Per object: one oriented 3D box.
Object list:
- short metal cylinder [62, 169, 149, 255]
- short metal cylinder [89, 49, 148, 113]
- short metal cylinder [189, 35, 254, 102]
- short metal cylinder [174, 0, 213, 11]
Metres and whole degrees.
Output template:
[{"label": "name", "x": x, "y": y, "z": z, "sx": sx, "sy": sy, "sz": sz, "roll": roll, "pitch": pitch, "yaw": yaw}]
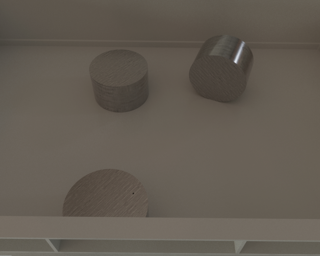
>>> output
[{"label": "short metal cylinder", "x": -0.052, "y": 0.089, "z": 0.314, "sx": 0.081, "sy": 0.050, "sz": 0.080, "roll": 0, "pitch": 50, "yaw": 0}, {"label": "short metal cylinder", "x": -0.057, "y": -0.068, "z": 0.446, "sx": 0.081, "sy": 0.050, "sz": 0.080, "roll": 0, "pitch": 50, "yaw": 0}, {"label": "short metal cylinder", "x": 0.088, "y": -0.084, "z": 0.441, "sx": 0.080, "sy": 0.080, "sz": 0.050, "roll": 17, "pitch": 52, "yaw": 13}, {"label": "short metal cylinder", "x": 0.070, "y": -0.282, "z": 0.630, "sx": 0.081, "sy": 0.050, "sz": 0.080, "roll": 0, "pitch": 50, "yaw": 0}]
